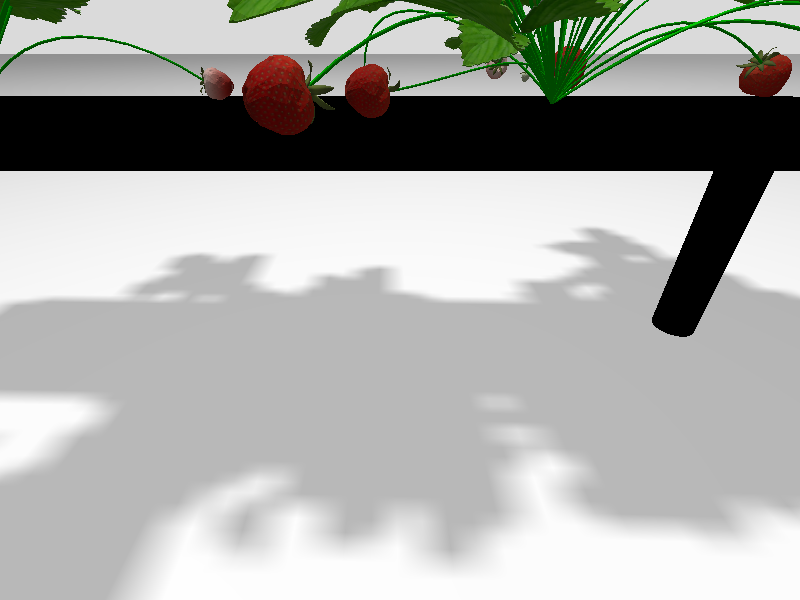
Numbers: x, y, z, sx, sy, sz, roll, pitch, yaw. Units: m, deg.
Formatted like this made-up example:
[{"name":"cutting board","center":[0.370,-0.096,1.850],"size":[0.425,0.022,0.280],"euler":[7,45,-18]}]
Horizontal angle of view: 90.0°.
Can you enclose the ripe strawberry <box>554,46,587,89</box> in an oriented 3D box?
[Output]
[{"name":"ripe strawberry","center":[0.172,-0.239,0.414],"size":[0.038,0.040,0.041],"euler":[12,34,18]}]

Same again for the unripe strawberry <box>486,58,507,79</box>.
[{"name":"unripe strawberry","center":[0.122,-0.296,0.507],"size":[0.026,0.030,0.028],"euler":[0,21,0]}]

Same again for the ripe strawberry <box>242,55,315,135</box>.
[{"name":"ripe strawberry","center":[-0.061,-0.100,0.199],"size":[0.034,0.035,0.031],"euler":[-29,42,-23]}]

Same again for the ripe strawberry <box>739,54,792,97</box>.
[{"name":"ripe strawberry","center":[0.312,-0.189,0.341],"size":[0.035,0.030,0.035],"euler":[31,21,-28]}]

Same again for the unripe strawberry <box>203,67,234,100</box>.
[{"name":"unripe strawberry","center":[-0.148,-0.176,0.326],"size":[0.022,0.023,0.020],"euler":[6,32,-11]}]

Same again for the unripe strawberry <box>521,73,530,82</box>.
[{"name":"unripe strawberry","center":[0.140,-0.249,0.447],"size":[0.009,0.010,0.010],"euler":[4,33,6]}]

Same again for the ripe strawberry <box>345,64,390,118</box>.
[{"name":"ripe strawberry","center":[-0.021,-0.130,0.249],"size":[0.028,0.030,0.026],"euler":[-16,36,-22]}]
